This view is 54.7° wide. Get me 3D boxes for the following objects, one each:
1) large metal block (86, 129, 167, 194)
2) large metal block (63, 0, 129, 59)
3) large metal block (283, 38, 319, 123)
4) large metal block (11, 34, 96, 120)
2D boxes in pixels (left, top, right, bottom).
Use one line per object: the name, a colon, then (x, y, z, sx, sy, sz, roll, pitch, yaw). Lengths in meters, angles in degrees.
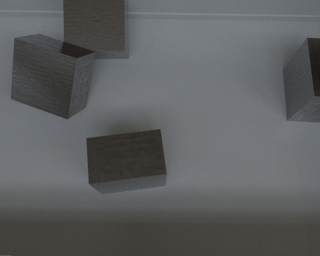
large metal block: (-0.036, 0.043, 0.364, 0.081, 0.080, 0.050, -7, 70, -3)
large metal block: (-0.087, -0.142, 0.434, 0.081, 0.050, 0.079, -1, 91, -1)
large metal block: (0.204, -0.059, 0.405, 0.050, 0.080, 0.080, 3, 70, 1)
large metal block: (-0.137, -0.067, 0.397, 0.080, 0.050, 0.079, 19, 115, 6)
